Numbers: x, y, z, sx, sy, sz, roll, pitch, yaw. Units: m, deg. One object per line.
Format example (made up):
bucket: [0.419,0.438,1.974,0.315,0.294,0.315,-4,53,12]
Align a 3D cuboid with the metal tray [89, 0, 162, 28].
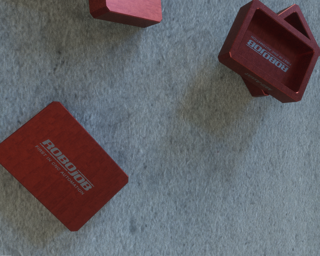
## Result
metal tray: [-0.043,-0.194,0.369,0.091,0.030,0.129,-8,95,-47]

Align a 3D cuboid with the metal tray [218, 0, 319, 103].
metal tray: [0.155,-0.103,0.432,0.131,0.030,0.090,28,81,-18]

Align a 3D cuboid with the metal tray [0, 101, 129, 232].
metal tray: [-0.113,0.044,0.365,0.090,0.030,0.130,-44,104,-15]

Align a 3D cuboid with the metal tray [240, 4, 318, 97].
metal tray: [0.176,-0.117,0.472,0.131,0.030,0.090,-36,102,-17]
